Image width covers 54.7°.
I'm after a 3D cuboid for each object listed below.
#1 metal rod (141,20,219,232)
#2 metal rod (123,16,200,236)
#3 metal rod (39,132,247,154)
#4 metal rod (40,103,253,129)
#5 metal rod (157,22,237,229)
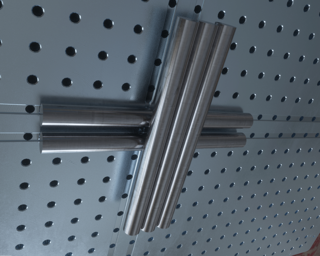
[{"bbox_3d":[0.017,0.016,0.400,0.025,0.025,0.298,1,118,-29],"label":"metal rod"},{"bbox_3d":[-0.006,0.016,0.387,0.025,0.025,0.298,1,118,-29],"label":"metal rod"},{"bbox_3d":[-0.002,0.018,0.423,0.303,0.025,0.025,1,118,-29],"label":"metal rod"},{"bbox_3d":[0.004,-0.013,0.407,0.303,0.025,0.025,1,118,-29],"label":"metal rod"},{"bbox_3d":[0.039,0.014,0.411,0.025,0.025,0.298,1,118,-29],"label":"metal rod"}]
